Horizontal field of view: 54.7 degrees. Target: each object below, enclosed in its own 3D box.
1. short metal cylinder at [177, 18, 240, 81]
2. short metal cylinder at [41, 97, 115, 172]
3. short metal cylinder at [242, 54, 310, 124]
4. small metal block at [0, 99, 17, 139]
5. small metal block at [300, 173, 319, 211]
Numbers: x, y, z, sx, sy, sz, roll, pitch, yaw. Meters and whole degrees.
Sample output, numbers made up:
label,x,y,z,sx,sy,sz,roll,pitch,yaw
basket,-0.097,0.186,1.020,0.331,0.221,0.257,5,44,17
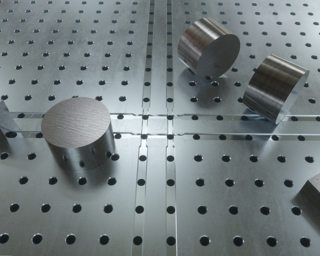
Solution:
label,x,y,z,sx,sy,sz,roll,pitch,yaw
short metal cylinder,0.074,-0.119,0.472,0.081,0.080,0.050,-25,55,-20
short metal cylinder,-0.099,0.007,0.384,0.081,0.050,0.080,0,50,0
short metal cylinder,0.155,-0.052,0.416,0.050,0.080,0.080,34,58,25
small metal block,-0.224,-0.015,0.402,0.050,0.050,0.025,11,51,9
small metal block,0.198,0.073,0.347,0.050,0.025,0.050,-23,54,-18
